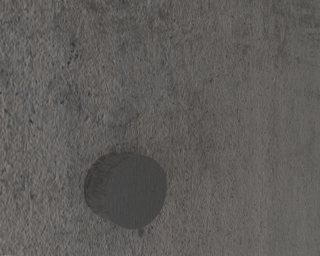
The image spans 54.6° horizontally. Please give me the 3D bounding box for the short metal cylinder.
[{"bbox_3d":[-0.039,0.069,0.355,0.081,0.050,0.080,0,90,-40],"label":"short metal cylinder"}]
